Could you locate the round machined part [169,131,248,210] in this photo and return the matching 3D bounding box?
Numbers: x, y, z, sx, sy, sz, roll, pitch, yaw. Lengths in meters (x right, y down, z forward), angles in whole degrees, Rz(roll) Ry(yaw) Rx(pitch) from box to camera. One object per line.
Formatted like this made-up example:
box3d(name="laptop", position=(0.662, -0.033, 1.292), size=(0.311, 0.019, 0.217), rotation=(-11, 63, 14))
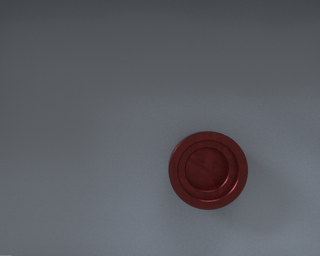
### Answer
box3d(name="round machined part", position=(0.060, 0.053, 0.404), size=(0.099, 0.042, 0.097), rotation=(0, 90, -1))
